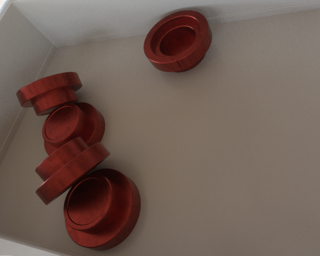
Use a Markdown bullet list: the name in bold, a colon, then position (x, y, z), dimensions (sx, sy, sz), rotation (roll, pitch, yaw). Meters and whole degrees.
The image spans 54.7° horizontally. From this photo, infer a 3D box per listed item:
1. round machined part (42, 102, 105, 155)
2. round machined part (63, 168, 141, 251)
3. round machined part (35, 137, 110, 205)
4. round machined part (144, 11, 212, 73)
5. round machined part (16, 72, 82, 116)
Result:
- **round machined part**: position (-0.136, 0.002, 0.465), dimensions (0.098, 0.042, 0.098), rotation (-13, 56, 21)
- **round machined part**: position (-0.077, 0.094, 0.377), dimensions (0.098, 0.042, 0.098), rotation (-13, 56, 21)
- **round machined part**: position (-0.114, 0.048, 0.388), dimensions (0.098, 0.098, 0.042), rotation (-39, 90, 1)
- **round machined part**: position (0.029, -0.121, 0.454), dimensions (0.098, 0.042, 0.098), rotation (-13, 56, 21)
- **round machined part**: position (-0.170, -0.050, 0.492), dimensions (0.098, 0.098, 0.042), rotation (-22, 92, 15)
